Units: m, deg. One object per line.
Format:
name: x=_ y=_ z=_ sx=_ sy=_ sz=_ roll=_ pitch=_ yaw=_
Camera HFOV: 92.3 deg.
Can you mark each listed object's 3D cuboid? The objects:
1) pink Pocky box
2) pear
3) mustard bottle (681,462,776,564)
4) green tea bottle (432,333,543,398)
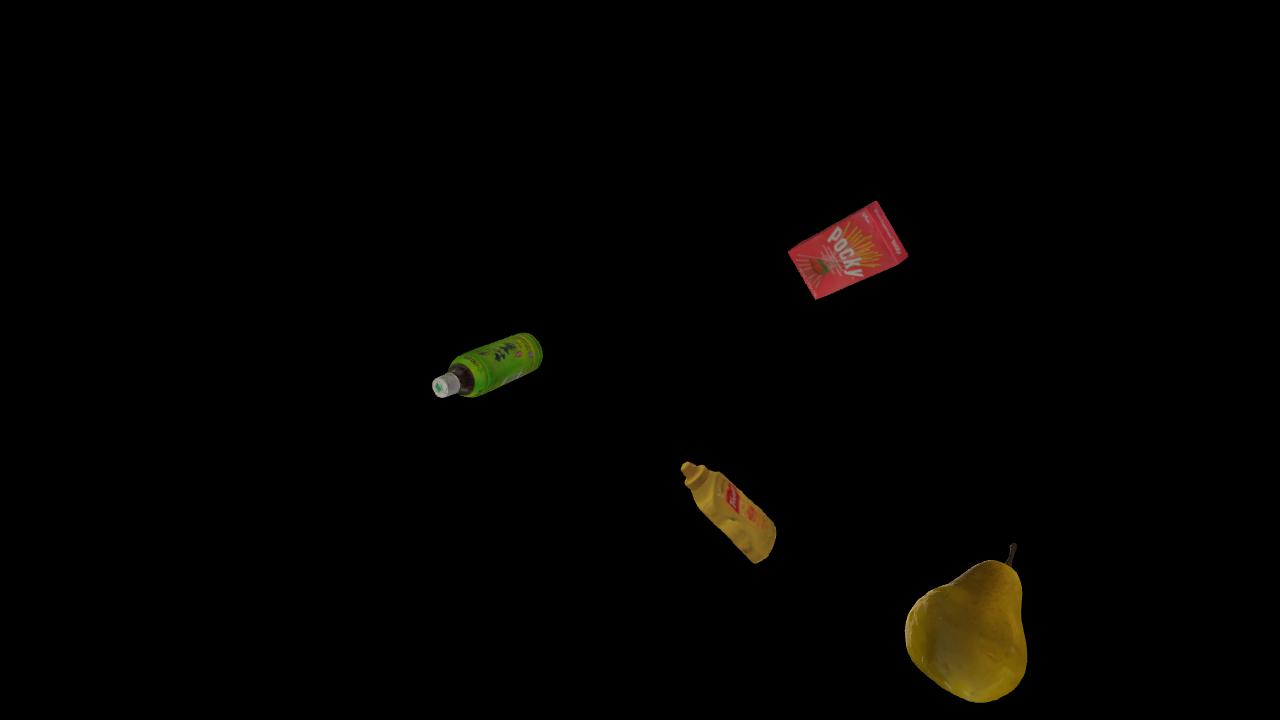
pink Pocky box: x=0.276 y=-0.143 z=0.831 sx=0.029 sy=0.084 sz=0.155 roll=-34 pitch=4 yaw=-29
pear: x=0.239 y=0.177 z=0.429 sx=0.080 sy=0.111 sz=0.080 roll=29 pitch=-1 yaw=0
mustard bottle: x=0.132 y=0.226 z=0.960 sx=0.054 sy=0.184 sz=0.092 roll=-41 pitch=8 yaw=35
green tea bottle: x=-0.236 y=0.013 z=0.958 sx=0.073 sy=0.073 sz=0.212 roll=0 pitch=16 yaw=25
